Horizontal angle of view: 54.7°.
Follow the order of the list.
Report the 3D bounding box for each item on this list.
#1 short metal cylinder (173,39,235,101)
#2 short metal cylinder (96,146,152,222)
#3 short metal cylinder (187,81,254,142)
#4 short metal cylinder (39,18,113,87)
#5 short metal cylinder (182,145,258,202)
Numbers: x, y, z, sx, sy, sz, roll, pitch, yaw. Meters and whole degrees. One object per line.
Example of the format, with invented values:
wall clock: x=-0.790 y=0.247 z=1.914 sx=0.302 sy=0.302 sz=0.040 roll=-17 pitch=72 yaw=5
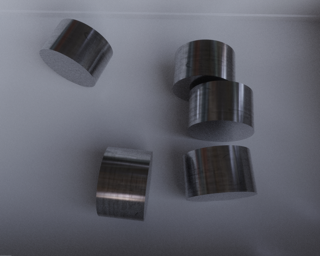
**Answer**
short metal cylinder: x=0.058 y=-0.071 z=0.407 sx=0.081 sy=0.080 sz=0.050 roll=4 pitch=70 yaw=1
short metal cylinder: x=-0.038 y=0.064 z=0.357 sx=0.050 sy=0.080 sz=0.080 roll=6 pitch=70 yaw=2
short metal cylinder: x=0.076 y=-0.018 z=0.388 sx=0.081 sy=0.080 sz=0.050 roll=4 pitch=70 yaw=1
short metal cylinder: x=-0.111 y=-0.098 z=0.415 sx=0.080 sy=0.080 sz=0.050 roll=23 pitch=72 yaw=8
short metal cylinder: x=0.068 y=0.055 z=0.361 sx=0.081 sy=0.080 sz=0.050 roll=-3 pitch=70 yaw=-2
